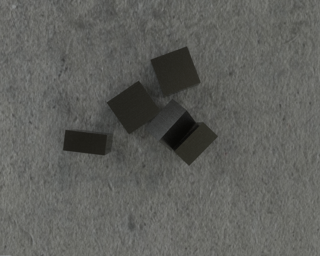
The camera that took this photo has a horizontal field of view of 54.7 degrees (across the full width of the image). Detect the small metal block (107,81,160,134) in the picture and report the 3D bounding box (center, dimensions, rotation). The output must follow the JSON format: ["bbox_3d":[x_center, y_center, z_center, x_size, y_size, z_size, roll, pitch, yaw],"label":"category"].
[{"bbox_3d":[-0.034,-0.026,0.410,0.050,0.025,0.050,-35,90,0],"label":"small metal block"}]

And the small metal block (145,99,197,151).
[{"bbox_3d":[0.015,-0.003,0.395,0.050,0.050,0.025,-48,63,0],"label":"small metal block"}]

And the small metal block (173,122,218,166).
[{"bbox_3d":[0.043,0.019,0.398,0.025,0.050,0.050,44,90,-1],"label":"small metal block"}]

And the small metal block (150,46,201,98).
[{"bbox_3d":[0.020,-0.073,0.410,0.050,0.025,0.050,-21,90,-1],"label":"small metal block"}]

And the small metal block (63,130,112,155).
[{"bbox_3d":[-0.090,0.017,0.396,0.050,0.050,0.025,7,90,-1],"label":"small metal block"}]
